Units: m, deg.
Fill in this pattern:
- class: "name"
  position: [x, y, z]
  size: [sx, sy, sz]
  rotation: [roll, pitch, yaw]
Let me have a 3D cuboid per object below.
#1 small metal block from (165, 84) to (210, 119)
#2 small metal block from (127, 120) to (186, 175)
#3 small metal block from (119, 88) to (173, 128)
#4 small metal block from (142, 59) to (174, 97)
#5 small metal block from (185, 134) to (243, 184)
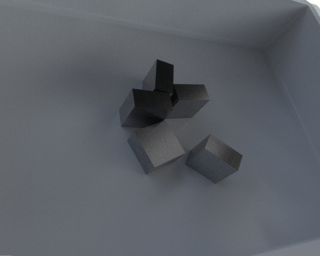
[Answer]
- class: "small metal block"
  position: [0.032, -0.036, 0.429]
  size: [0.050, 0.050, 0.025]
  rotation: [-4, 64, -30]
- class: "small metal block"
  position: [-0.005, 0.024, 0.388]
  size: [0.050, 0.025, 0.050]
  rotation: [-21, 73, -36]
- class: "small metal block"
  position: [-0.019, -0.023, 0.393]
  size: [0.050, 0.050, 0.025]
  rotation: [4, 60, -26]
- class: "small metal block"
  position: [-0.004, -0.056, 0.421]
  size: [0.025, 0.050, 0.050]
  rotation: [16, 56, -19]
- class: "small metal block"
  position: [0.069, 0.041, 0.401]
  size: [0.050, 0.050, 0.025]
  rotation: [34, 51, -6]
